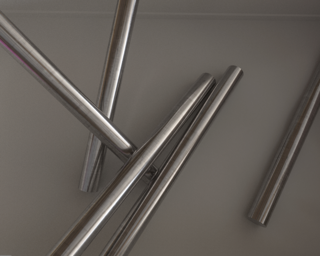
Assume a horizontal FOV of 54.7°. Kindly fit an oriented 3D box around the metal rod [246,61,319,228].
[{"bbox_3d":[0.191,-0.009,0.414,0.025,0.025,0.300,29,72,10],"label":"metal rod"}]

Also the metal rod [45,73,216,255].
[{"bbox_3d":[-0.014,0.028,0.353,0.025,0.025,0.301,33,56,11],"label":"metal rod"}]

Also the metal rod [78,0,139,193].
[{"bbox_3d":[-0.056,-0.070,0.373,0.025,0.025,0.298,13,94,4],"label":"metal rod"}]

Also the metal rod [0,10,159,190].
[{"bbox_3d":[-0.097,-0.034,0.335,0.300,0.025,0.025,47,74,-20],"label":"metal rod"}]

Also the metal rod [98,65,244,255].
[{"bbox_3d":[0.026,0.031,0.377,0.025,0.025,0.301,31,65,11],"label":"metal rod"}]
